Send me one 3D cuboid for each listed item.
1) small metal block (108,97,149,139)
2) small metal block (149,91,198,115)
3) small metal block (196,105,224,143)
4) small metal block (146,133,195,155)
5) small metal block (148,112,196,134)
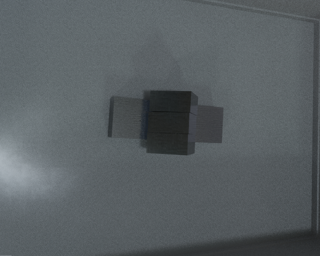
[{"bbox_3d":[-0.038,-0.012,0.396,0.050,0.025,0.050,4,89,-20],"label":"small metal block"},{"bbox_3d":[0.019,-0.031,0.392,0.050,0.050,0.025,3,89,16],"label":"small metal block"},{"bbox_3d":[0.059,-0.005,0.432,0.050,0.025,0.050,3,89,-20],"label":"small metal block"},{"bbox_3d":[0.015,0.019,0.392,0.050,0.050,0.025,2,89,16],"label":"small metal block"},{"bbox_3d":[0.017,-0.006,0.392,0.050,0.050,0.025,2,89,16],"label":"small metal block"}]
